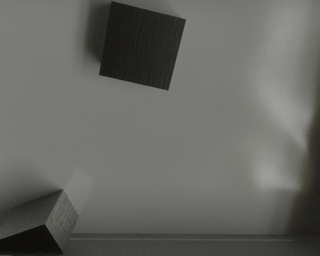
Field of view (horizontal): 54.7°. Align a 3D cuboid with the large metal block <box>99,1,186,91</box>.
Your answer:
[{"bbox_3d":[-0.021,-0.096,0.362,0.081,0.050,0.079,12,110,-5],"label":"large metal block"}]

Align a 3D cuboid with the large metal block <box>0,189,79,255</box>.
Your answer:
[{"bbox_3d":[-0.170,0.140,0.431,0.080,0.080,0.050,-20,109,7],"label":"large metal block"}]
